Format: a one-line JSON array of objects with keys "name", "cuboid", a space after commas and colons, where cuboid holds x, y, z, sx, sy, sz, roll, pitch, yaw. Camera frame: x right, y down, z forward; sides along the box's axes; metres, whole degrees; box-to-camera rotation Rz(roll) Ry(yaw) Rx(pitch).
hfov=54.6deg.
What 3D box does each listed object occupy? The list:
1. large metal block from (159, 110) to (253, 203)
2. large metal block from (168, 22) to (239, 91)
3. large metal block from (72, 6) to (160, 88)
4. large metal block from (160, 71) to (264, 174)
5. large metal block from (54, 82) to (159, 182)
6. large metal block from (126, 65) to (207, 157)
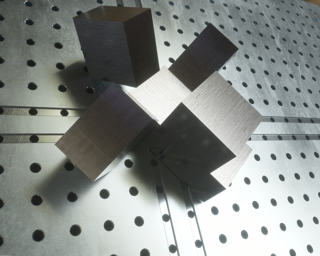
[{"name": "large metal block", "cuboid": [0.060, 0.034, 0.402, 0.080, 0.050, 0.080, 44, 50, 4]}, {"name": "large metal block", "cuboid": [0.062, -0.095, 0.443, 0.050, 0.080, 0.080, 44, 11, 2]}, {"name": "large metal block", "cuboid": [-0.052, -0.103, 0.388, 0.080, 0.080, 0.050, 17, 43, 31]}, {"name": "large metal block", "cuboid": [0.062, -0.008, 0.364, 0.080, 0.050, 0.080, 45, 50, 2]}, {"name": "large metal block", "cuboid": [-0.049, 0.003, 0.324, 0.050, 0.080, 0.080, 44, 93, 3]}, {"name": "large metal block", "cuboid": [0.002, -0.023, 0.407, 0.080, 0.050, 0.080, 44, 51, 2]}]
